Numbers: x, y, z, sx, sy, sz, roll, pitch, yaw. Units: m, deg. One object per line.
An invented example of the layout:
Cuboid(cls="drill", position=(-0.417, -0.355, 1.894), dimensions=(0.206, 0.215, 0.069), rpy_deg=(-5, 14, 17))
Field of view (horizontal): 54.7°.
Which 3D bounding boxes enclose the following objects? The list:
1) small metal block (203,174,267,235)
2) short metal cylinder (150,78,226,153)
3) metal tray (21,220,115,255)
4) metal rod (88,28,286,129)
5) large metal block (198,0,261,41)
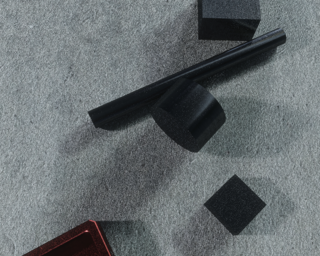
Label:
Cuboid(cls="small metal block", position=(0.090, 0.093, 0.375), dimensions=(0.050, 0.025, 0.050), rpy_deg=(-41, 75, -14))
Cuboid(cls="short metal cylinder", position=(0.034, -0.015, 0.385), dimensions=(0.080, 0.080, 0.050), rpy_deg=(40, 75, 13))
Cuboid(cls="metal tray", position=(-0.085, 0.180, 0.338), dimensions=(0.090, 0.030, 0.130), rpy_deg=(-27, 72, -10))
Cuboid(cls="metal rod", position=(0.044, -0.074, 0.435), dimensions=(0.302, 0.025, 0.025), rpy_deg=(-25, 72, -9))
Cuboid(cls="large metal block", position=(0.100, -0.179, 0.462), dimensions=(0.081, 0.050, 0.080), rpy_deg=(2, 70, 0))
